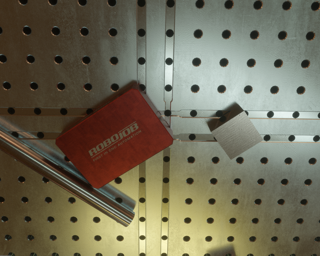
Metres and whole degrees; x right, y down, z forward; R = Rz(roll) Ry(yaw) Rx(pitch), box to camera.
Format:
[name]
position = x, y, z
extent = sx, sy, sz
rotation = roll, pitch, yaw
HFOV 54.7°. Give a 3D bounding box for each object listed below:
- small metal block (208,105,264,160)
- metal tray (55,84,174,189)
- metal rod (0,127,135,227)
[small metal block]
position = 0.101, 0.006, 0.417
extent = 0.050, 0.025, 0.050
rotation = -34, 107, 11
[metal tray]
position = -0.059, 0.013, 0.415
extent = 0.130, 0.030, 0.090
rotation = -32, 107, 10
[metal rod]
position = -0.164, 0.051, 0.429
extent = 0.301, 0.025, 0.025
rotation = 36, 106, -13
